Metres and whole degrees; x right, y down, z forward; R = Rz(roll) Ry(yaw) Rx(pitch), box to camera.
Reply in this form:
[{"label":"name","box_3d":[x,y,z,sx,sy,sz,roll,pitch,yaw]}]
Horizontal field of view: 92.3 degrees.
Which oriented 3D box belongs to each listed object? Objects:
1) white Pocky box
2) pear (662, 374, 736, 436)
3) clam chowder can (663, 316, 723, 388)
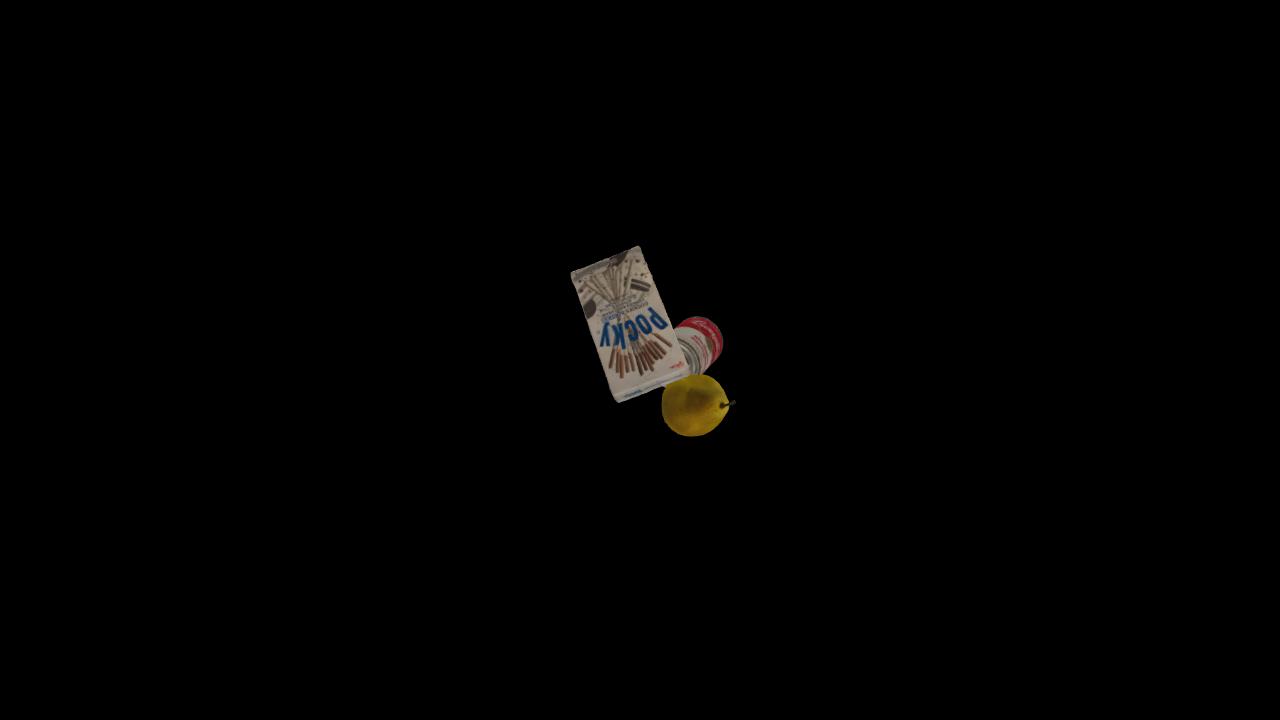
[{"label":"white Pocky box","box_3d":[-0.012,-0.039,0.644,0.084,0.154,0.028,-21,-23,1]},{"label":"pear","box_3d":[0.070,0.053,0.698,0.080,0.080,0.111,0,1,-14]},{"label":"clam chowder can","box_3d":[0.058,-0.009,0.766,0.068,0.068,0.102,0,18,24]}]
